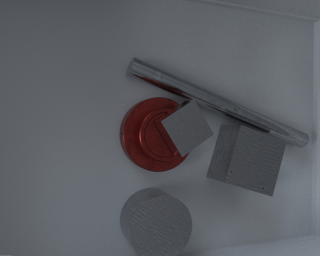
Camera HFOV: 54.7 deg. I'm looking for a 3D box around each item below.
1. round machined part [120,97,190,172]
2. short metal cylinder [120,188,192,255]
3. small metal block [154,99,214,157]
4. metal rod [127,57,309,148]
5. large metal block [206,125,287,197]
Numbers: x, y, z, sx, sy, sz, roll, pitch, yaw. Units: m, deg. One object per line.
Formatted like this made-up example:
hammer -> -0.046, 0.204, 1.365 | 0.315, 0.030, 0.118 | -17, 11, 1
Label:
round machined part -> 0.000, 0.009, 0.403 | 0.099, 0.042, 0.097 | 0, 90, -21
short metal cylinder -> -0.006, 0.121, 0.396 | 0.081, 0.050, 0.079 | 0, 90, -21
small metal block -> 0.029, 0.000, 0.378 | 0.050, 0.025, 0.050 | -34, 102, -17
metal rod -> 0.096, -0.030, 0.447 | 0.302, 0.025, 0.025 | 20, 83, -19
large metal block -> 0.124, 0.046, 0.445 | 0.081, 0.050, 0.080 | 19, 84, -20
